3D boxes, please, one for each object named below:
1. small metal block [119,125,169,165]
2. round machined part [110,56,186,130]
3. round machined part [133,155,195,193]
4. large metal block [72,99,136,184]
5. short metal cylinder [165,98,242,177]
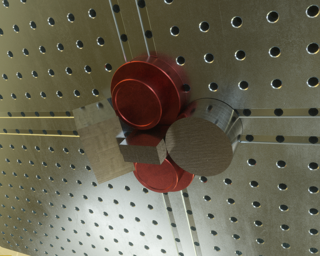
[{"bbox_3d":[-0.014,0.019,0.386,0.050,0.050,0.025,2,119,27],"label":"small metal block"},{"bbox_3d":[-0.021,-0.037,0.389,0.098,0.042,0.097,13,124,21],"label":"round machined part"},{"bbox_3d":[0.001,0.051,0.432,0.098,0.042,0.097,13,124,21],"label":"round machined part"},{"bbox_3d":[-0.077,0.015,0.418,0.050,0.080,0.080,-20,115,-12],"label":"large metal block"},{"bbox_3d":[0.053,0.011,0.372,0.080,0.050,0.079,13,124,21],"label":"short metal cylinder"}]
